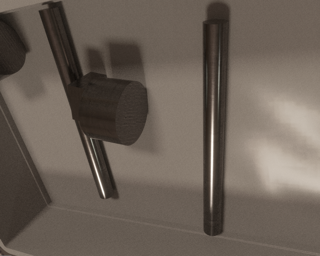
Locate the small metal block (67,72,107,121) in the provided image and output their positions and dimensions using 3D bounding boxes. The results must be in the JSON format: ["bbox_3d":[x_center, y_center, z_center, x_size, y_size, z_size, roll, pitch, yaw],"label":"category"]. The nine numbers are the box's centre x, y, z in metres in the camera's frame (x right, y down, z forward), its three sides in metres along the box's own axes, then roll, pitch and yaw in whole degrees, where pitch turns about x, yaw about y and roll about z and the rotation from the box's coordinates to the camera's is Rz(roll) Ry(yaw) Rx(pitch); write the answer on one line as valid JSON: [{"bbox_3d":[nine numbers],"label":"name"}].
[{"bbox_3d":[-0.094,-0.042,0.415,0.025,0.050,0.050,15,124,20],"label":"small metal block"}]

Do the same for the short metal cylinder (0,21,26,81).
[{"bbox_3d":[-0.239,-0.105,0.431,0.050,0.080,0.080,-14,111,33],"label":"short metal cylinder"}]

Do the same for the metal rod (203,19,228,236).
[{"bbox_3d":[0.066,0.022,0.386,0.025,0.025,0.298,9,123,23],"label":"metal rod"}]

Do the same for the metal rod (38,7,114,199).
[{"bbox_3d":[-0.114,-0.019,0.455,0.025,0.025,0.298,4,120,26],"label":"metal rod"}]

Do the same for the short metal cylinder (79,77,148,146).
[{"bbox_3d":[-0.056,-0.021,0.388,0.050,0.080,0.079,10,123,22],"label":"short metal cylinder"}]
